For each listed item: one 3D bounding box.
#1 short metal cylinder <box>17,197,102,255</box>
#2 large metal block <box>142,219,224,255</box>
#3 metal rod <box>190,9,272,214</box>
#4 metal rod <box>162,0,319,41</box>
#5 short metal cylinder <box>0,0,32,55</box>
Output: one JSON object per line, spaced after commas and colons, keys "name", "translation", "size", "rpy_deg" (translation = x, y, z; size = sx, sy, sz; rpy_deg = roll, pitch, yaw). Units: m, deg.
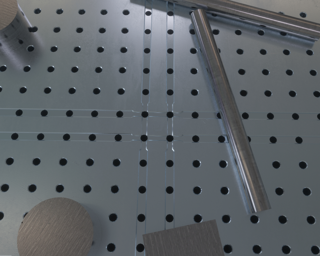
{"name": "short metal cylinder", "translation": [-0.111, 0.123, 0.353], "size": [0.081, 0.050, 0.080], "rpy_deg": [0, 70, 0]}
{"name": "large metal block", "translation": [0.029, 0.151, 0.343], "size": [0.081, 0.050, 0.080], "rpy_deg": [-11, 70, -4]}
{"name": "metal rod", "translation": [0.090, -0.036, 0.425], "size": [0.025, 0.025, 0.299], "rpy_deg": [-12, 70, -4]}
{"name": "metal rod", "translation": [0.097, -0.187, 0.480], "size": [0.301, 0.025, 0.025], "rpy_deg": [17, 71, 6]}
{"name": "short metal cylinder", "translation": [-0.238, -0.155, 0.453], "size": [0.081, 0.050, 0.080], "rpy_deg": [0, 70, 0]}
